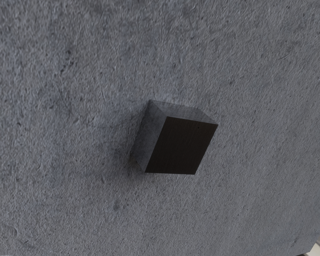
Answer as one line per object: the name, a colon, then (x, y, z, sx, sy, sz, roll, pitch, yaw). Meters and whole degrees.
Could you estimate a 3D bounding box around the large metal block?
large metal block: (0.018, 0.014, 0.412, 0.081, 0.050, 0.079, 8, 114, -32)
